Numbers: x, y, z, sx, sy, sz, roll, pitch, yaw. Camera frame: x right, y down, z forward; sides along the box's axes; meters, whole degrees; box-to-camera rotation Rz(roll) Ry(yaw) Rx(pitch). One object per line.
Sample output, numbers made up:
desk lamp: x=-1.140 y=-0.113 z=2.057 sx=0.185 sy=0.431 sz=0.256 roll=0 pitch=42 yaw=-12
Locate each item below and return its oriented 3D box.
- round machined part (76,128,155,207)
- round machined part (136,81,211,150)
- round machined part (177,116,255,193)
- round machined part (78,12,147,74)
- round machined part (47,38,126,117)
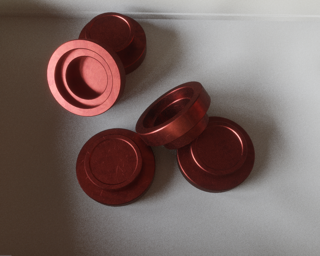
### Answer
round machined part: x=-0.055 y=0.046 z=0.383 sx=0.099 sy=0.042 sz=0.098 roll=0 pitch=70 yaw=-1
round machined part: x=0.021 y=-0.011 z=0.386 sx=0.098 sy=0.098 sz=0.042 roll=-44 pitch=113 yaw=-15
round machined part: x=0.071 y=0.030 z=0.391 sx=0.099 sy=0.042 sz=0.098 roll=0 pitch=70 yaw=-1
round machined part: x=-0.069 y=-0.126 z=0.446 sx=0.099 sy=0.042 sz=0.098 roll=0 pitch=70 yaw=-1
round machined part: x=-0.092 y=-0.067 z=0.407 sx=0.098 sy=0.042 sz=0.097 roll=3 pitch=108 yaw=9
